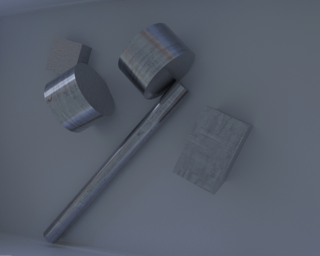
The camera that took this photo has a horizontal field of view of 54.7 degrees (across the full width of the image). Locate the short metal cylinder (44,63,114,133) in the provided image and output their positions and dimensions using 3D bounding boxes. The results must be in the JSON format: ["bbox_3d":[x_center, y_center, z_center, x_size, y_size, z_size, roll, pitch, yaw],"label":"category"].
[{"bbox_3d":[-0.106,-0.040,0.418,0.050,0.080,0.080,-27,81,18],"label":"short metal cylinder"}]

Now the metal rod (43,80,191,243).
[{"bbox_3d":[-0.067,0.055,0.432,0.025,0.025,0.299,45,103,14],"label":"metal rod"}]

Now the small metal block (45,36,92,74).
[{"bbox_3d":[-0.135,-0.102,0.456,0.050,0.025,0.050,19,96,18],"label":"small metal block"}]

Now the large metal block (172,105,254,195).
[{"bbox_3d":[0.064,0.022,0.358,0.050,0.080,0.080,27,99,17],"label":"large metal block"}]

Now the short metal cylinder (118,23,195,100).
[{"bbox_3d":[-0.004,-0.081,0.382,0.080,0.080,0.050,-44,77,14],"label":"short metal cylinder"}]
